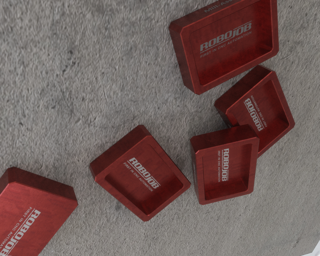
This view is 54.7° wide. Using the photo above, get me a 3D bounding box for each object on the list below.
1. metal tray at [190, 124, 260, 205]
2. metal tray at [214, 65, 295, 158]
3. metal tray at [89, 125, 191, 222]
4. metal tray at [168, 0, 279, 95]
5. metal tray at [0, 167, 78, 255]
[{"bbox_3d":[0.097,0.059,0.469,0.091,0.030,0.129,-13,132,-3],"label":"metal tray"},{"bbox_3d":[0.148,-0.020,0.471,0.090,0.030,0.130,-41,130,0],"label":"metal tray"},{"bbox_3d":[-0.023,0.067,0.432,0.090,0.030,0.130,-39,130,-2],"label":"metal tray"},{"bbox_3d":[0.083,-0.109,0.381,0.131,0.030,0.090,-28,128,-11],"label":"metal tray"},{"bbox_3d":[-0.176,0.118,0.380,0.090,0.030,0.130,32,100,-38],"label":"metal tray"}]
